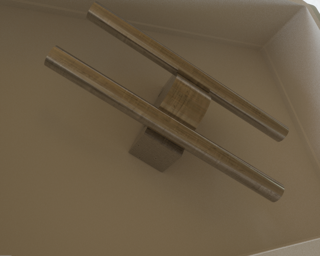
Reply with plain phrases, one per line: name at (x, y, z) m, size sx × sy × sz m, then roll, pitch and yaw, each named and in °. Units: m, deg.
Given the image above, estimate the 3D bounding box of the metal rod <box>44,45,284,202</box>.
metal rod at (0.012, 0.001, 0.349) m, size 0.301 × 0.025 × 0.025 m, roll 31°, pitch 52°, yaw -8°

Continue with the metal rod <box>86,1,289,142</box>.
metal rod at (0.042, -0.069, 0.406) m, size 0.301 × 0.025 × 0.025 m, roll 31°, pitch 52°, yaw -8°

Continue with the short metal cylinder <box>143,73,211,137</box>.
short metal cylinder at (0.021, -0.023, 0.395) m, size 0.050 × 0.080 × 0.080 m, roll 32°, pitch 51°, yaw -8°

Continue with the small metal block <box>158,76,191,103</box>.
small metal block at (0.033, -0.053, 0.439) m, size 0.050 × 0.050 × 0.025 m, roll 32°, pitch 52°, yaw -8°

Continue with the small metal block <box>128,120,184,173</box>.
small metal block at (-0.003, 0.022, 0.374) m, size 0.050 × 0.050 × 0.025 m, roll 32°, pitch 52°, yaw -8°
